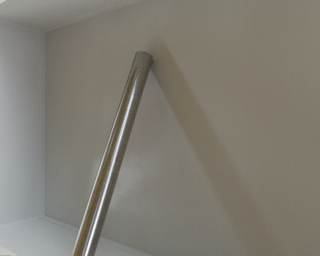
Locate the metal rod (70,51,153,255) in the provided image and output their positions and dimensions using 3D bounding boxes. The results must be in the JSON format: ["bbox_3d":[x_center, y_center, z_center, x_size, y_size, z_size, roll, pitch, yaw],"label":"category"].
[{"bbox_3d":[-0.058,0.038,0.377,0.025,0.025,0.299,-1,66,39],"label":"metal rod"}]
